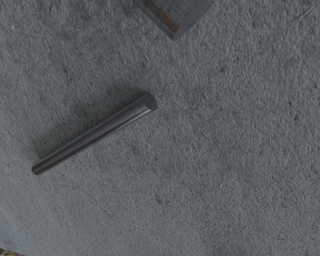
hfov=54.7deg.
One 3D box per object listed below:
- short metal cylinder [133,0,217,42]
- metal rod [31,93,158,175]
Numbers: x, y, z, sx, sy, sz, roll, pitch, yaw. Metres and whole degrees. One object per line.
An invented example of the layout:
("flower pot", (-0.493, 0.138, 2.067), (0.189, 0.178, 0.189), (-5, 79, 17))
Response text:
("short metal cylinder", (0.021, -0.126, 0.282), (0.050, 0.080, 0.080), (44, 129, -3))
("metal rod", (-0.119, 0.021, 0.482), (0.299, 0.025, 0.025), (-27, 104, 37))
